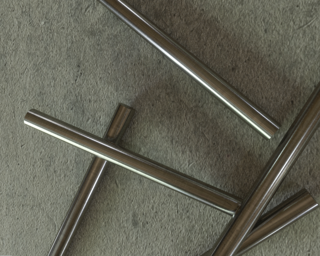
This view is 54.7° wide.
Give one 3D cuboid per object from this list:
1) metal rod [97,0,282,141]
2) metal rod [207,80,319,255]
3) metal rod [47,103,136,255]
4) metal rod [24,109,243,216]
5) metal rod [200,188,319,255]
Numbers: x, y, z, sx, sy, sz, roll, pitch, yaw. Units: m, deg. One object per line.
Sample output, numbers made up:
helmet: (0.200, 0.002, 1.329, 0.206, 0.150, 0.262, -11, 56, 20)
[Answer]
metal rod: (0.026, -0.092, 0.399, 0.300, 0.025, 0.025, 42, 103, 15)
metal rod: (0.124, 0.058, 0.349, 0.025, 0.025, 0.299, 33, 94, 17)
metal rod: (-0.111, 0.102, 0.448, 0.025, 0.025, 0.298, 30, 99, 17)
metal rod: (-0.042, 0.041, 0.402, 0.301, 0.025, 0.025, 22, 98, 10)
metal rod: (0.060, 0.170, 0.387, 0.300, 0.025, 0.025, -40, 78, 15)
